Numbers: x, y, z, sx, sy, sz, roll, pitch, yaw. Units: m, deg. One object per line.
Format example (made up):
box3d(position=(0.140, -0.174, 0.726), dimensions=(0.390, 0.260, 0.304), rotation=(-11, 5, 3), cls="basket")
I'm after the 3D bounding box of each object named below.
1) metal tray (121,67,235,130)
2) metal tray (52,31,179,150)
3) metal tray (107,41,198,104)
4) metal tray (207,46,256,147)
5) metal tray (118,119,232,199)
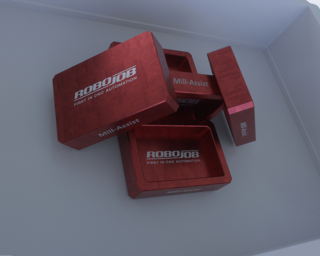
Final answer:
box3d(position=(0.016, -0.031, 0.390), dimensions=(0.131, 0.090, 0.030), rotation=(1, 62, -29), cls="metal tray")
box3d(position=(-0.053, -0.039, 0.340), dimensions=(0.030, 0.130, 0.090), rotation=(41, 32, -60), cls="metal tray")
box3d(position=(-0.006, -0.071, 0.440), dimensions=(0.131, 0.030, 0.090), rotation=(0, 62, -29), cls="metal tray")
box3d(position=(0.100, -0.038, 0.421), dimensions=(0.030, 0.130, 0.090), rotation=(-19, 64, 10), cls="metal tray")
box3d(position=(0.019, 0.035, 0.387), dimensions=(0.131, 0.030, 0.090), rotation=(1, 61, -29), cls="metal tray")
